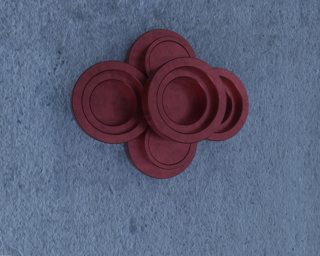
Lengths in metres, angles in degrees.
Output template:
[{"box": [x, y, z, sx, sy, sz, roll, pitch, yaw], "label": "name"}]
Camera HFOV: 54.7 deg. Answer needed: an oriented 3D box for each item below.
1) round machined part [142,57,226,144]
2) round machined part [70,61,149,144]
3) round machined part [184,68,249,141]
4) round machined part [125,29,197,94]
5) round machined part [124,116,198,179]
[{"box": [0.025, -0.031, 0.366, 0.099, 0.042, 0.097, 0, 91, -21], "label": "round machined part"}, {"box": [-0.059, -0.030, 0.380, 0.099, 0.042, 0.097, 0, 90, -21], "label": "round machined part"}, {"box": [0.069, -0.031, 0.428, 0.099, 0.042, 0.097, 0, 90, -21], "label": "round machined part"}, {"box": [0.006, -0.081, 0.404, 0.099, 0.042, 0.097, 0, 90, -21], "label": "round machined part"}, {"box": [0.006, 0.018, 0.404, 0.099, 0.042, 0.097, 0, 90, -21], "label": "round machined part"}]
